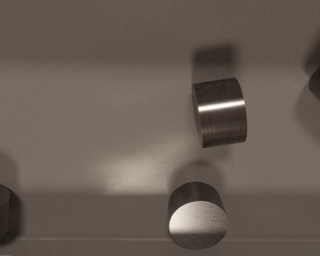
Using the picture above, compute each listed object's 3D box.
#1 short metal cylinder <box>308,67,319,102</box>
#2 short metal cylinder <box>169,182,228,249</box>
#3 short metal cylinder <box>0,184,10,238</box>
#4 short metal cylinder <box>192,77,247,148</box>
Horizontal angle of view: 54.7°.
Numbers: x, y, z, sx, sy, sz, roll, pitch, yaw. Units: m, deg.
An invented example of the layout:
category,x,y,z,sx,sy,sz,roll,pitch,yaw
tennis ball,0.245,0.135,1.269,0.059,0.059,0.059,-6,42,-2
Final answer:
category,x,y,z,sx,sy,sz,roll,pitch,yaw
short metal cylinder,0.228,-0.053,0.366,0.050,0.080,0.080,42,104,-14
short metal cylinder,0.053,0.125,0.445,0.081,0.050,0.079,0,110,-1
short metal cylinder,-0.249,0.115,0.421,0.081,0.080,0.050,9,110,-4
short metal cylinder,0.070,-0.018,0.376,0.050,0.080,0.079,-9,110,3
